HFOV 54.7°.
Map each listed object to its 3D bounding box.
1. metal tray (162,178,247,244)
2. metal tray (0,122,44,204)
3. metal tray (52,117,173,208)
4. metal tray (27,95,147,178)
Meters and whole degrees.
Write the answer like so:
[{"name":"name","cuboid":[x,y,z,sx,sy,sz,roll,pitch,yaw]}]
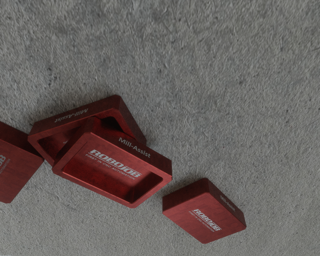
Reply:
[{"name":"metal tray","cuboid":[0.076,0.146,0.529,0.090,0.030,0.130,-30,124,23]},{"name":"metal tray","cuboid":[-0.231,0.051,0.445,0.090,0.030,0.129,31,124,-24]},{"name":"metal tray","cuboid":[-0.060,0.051,0.405,0.131,0.030,0.090,32,123,-25]},{"name":"metal tray","cuboid":[-0.095,0.016,0.416,0.130,0.030,0.090,-17,128,14]}]
